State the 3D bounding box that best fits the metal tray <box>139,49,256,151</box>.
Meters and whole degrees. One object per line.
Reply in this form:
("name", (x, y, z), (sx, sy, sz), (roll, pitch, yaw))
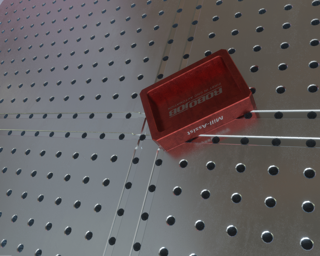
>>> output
("metal tray", (0.044, -0.037, 0.403), (0.130, 0.030, 0.090), (-26, 53, 11))
